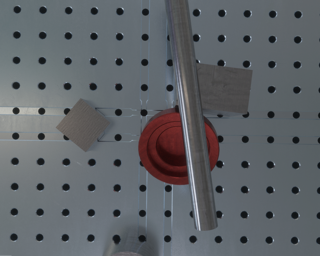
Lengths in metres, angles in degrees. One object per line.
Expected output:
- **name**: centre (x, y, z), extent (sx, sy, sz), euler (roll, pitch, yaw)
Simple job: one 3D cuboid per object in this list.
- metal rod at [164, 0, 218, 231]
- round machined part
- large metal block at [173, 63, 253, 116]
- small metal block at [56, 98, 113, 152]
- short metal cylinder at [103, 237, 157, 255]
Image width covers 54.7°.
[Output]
- **metal rod**: centre (0.030, -0.042, 0.333), extent (0.025, 0.025, 0.298), euler (-8, 90, 0)
- **round machined part**: centre (0.025, 0.020, 0.395), extent (0.099, 0.042, 0.097), euler (2, 111, 5)
- **large metal block**: centre (0.061, -0.045, 0.386), extent (0.080, 0.080, 0.050), euler (7, 90, 0)
- **small metal block**: centre (-0.099, -0.004, 0.413), extent (0.050, 0.025, 0.050), euler (40, 90, 0)
- **short metal cylinder**: centre (-0.041, 0.190, 0.401), extent (0.081, 0.050, 0.079), euler (0, 90, 0)
